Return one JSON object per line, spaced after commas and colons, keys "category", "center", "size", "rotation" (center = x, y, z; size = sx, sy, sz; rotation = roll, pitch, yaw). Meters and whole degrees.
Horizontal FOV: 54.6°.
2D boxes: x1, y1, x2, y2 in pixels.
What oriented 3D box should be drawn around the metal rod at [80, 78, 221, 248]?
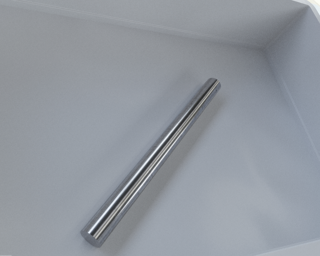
{"category": "metal rod", "center": [0.009, 0.020, 0.397], "size": [0.025, 0.025, 0.301], "rotation": [41, 51, 0]}
